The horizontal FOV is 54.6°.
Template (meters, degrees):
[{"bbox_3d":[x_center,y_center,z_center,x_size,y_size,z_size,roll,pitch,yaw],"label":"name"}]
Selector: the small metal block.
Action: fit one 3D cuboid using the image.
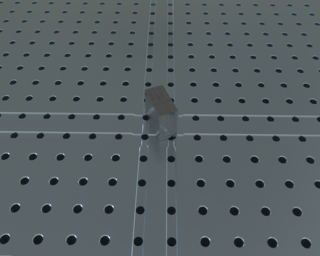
[{"bbox_3d":[0.001,-0.019,0.408,0.025,0.050,0.050,-18,53,-14],"label":"small metal block"}]
